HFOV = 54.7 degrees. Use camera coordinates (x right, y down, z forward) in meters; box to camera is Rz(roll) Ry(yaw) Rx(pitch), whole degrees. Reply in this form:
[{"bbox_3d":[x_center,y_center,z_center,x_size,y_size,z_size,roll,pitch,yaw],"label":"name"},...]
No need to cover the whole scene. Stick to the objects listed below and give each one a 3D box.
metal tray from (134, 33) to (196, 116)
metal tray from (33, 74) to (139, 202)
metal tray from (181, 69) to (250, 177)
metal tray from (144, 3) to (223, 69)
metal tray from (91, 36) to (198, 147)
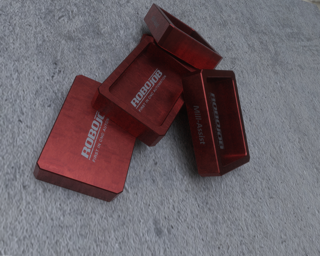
[{"bbox_3d":[0.019,-0.075,0.460,0.131,0.030,0.090,24,53,-14],"label":"metal tray"},{"bbox_3d":[-0.075,0.009,0.356,0.091,0.030,0.130,22,53,-15],"label":"metal tray"},{"bbox_3d":[0.076,-0.010,0.407,0.091,0.030,0.129,-11,91,-50],"label":"metal tray"},{"bbox_3d":[0.030,-0.134,0.458,0.090,0.030,0.130,24,25,-26],"label":"metal tray"},{"bbox_3d":[-0.012,-0.051,0.389,0.090,0.030,0.130,36,51,-5],"label":"metal tray"}]
